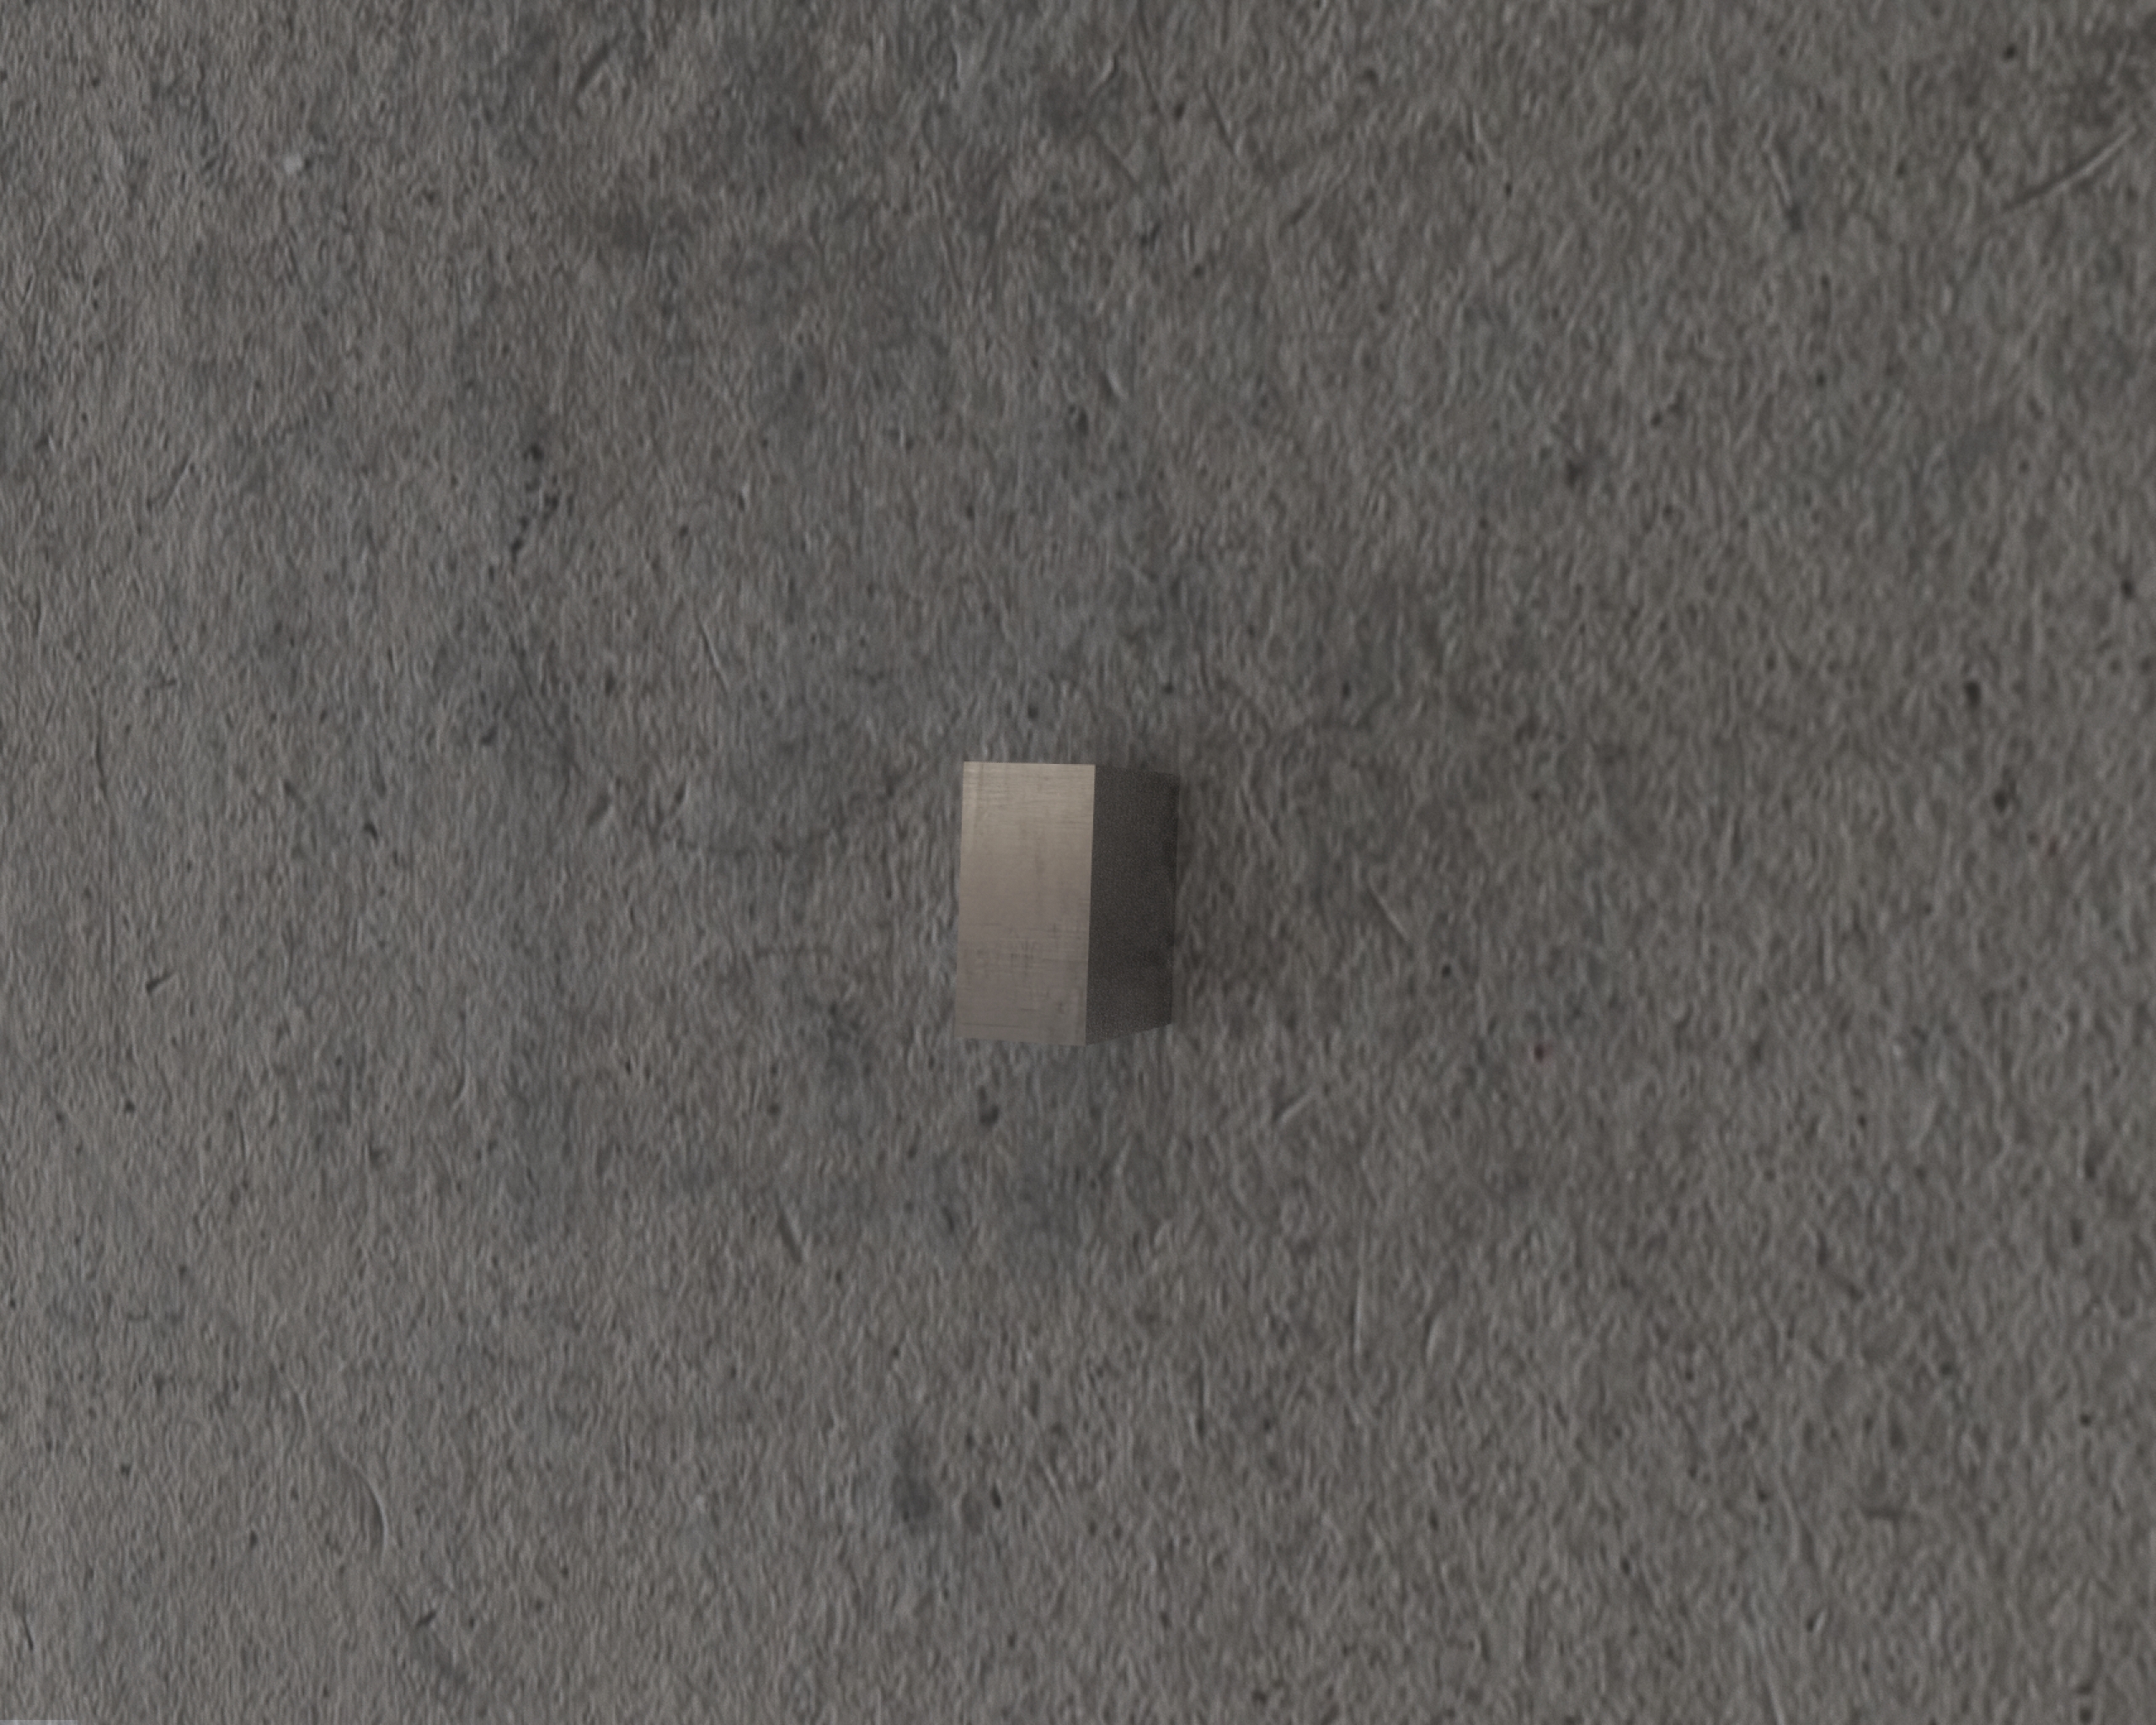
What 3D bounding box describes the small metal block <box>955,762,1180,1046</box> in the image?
[{"bbox_3d":[-0.001,0.007,0.396,0.025,0.050,0.050,2,91,20],"label":"small metal block"}]
